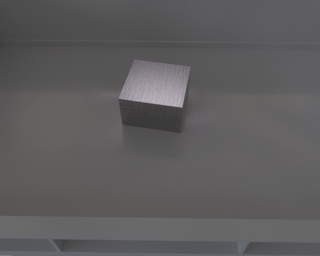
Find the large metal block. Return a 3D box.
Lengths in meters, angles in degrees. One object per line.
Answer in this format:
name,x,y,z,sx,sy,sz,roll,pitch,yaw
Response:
large metal block,-0.005,-0.045,0.427,0.080,0.050,0.080,9,51,7
